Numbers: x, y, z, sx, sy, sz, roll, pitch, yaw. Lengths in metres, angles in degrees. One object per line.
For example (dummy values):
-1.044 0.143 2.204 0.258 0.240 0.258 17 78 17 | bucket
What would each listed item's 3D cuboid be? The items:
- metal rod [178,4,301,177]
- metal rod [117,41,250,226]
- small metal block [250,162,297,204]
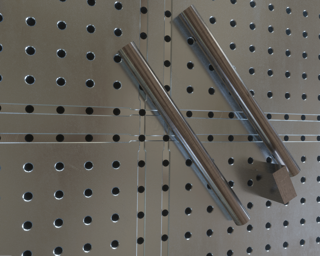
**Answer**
0.123 -0.046 0.459 0.025 0.025 0.299 -41 103 -16 | metal rod
0.039 0.016 0.428 0.025 0.025 0.299 -38 103 -16 | metal rod
0.169 0.081 0.464 0.025 0.050 0.050 -27 99 -18 | small metal block
